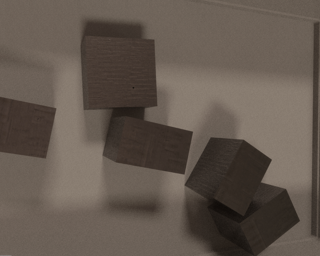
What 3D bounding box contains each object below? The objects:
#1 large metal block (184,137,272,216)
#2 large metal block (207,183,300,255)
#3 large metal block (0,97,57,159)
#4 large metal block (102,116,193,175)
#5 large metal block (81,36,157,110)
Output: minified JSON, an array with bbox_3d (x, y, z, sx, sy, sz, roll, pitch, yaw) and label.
[{"bbox_3d":[0.088,0.061,0.416,0.050,0.080,0.080,34,79,-17],"label":"large metal block"},{"bbox_3d":[0.127,0.119,0.430,0.080,0.080,0.050,-29,100,-18],"label":"large metal block"},{"bbox_3d":[-0.156,-0.003,0.324,0.081,0.080,0.050,12,86,-20],"label":"large metal block"},{"bbox_3d":[-0.018,0.020,0.376,0.081,0.080,0.050,13,86,-20],"label":"large metal block"},{"bbox_3d":[-0.051,-0.064,0.379,0.081,0.050,0.079,-3,91,-20],"label":"large metal block"}]
